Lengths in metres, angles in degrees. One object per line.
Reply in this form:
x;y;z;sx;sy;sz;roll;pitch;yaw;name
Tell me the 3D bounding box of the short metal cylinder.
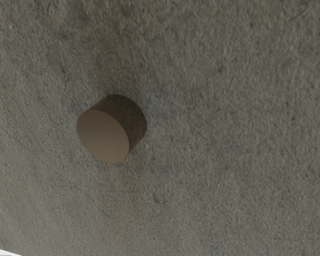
-0.065;0.000;0.424;0.080;0.050;0.079;13;124;20;short metal cylinder
